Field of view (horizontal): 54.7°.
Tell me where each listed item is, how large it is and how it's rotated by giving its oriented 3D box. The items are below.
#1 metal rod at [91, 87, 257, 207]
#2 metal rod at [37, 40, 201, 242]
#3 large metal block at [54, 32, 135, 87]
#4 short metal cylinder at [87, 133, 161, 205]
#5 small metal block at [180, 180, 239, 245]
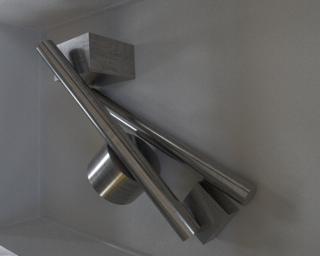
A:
[{"bbox_3d":[-0.010,0.008,0.412,0.300,0.025,0.025,31,109,35],"label":"metal rod"},{"bbox_3d":[-0.058,0.005,0.375,0.300,0.025,0.025,50,120,13],"label":"metal rod"},{"bbox_3d":[-0.094,-0.094,0.445,0.080,0.081,0.050,-5,87,39],"label":"large metal block"},{"bbox_3d":[-0.046,0.052,0.404,0.050,0.081,0.080,-47,62,29],"label":"short metal cylinder"},{"bbox_3d":[0.054,0.096,0.359,0.050,0.025,0.050,45,117,30],"label":"small metal block"}]
